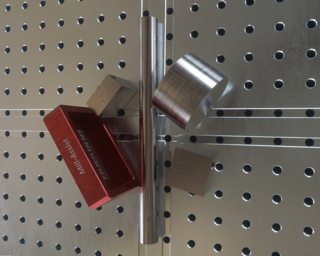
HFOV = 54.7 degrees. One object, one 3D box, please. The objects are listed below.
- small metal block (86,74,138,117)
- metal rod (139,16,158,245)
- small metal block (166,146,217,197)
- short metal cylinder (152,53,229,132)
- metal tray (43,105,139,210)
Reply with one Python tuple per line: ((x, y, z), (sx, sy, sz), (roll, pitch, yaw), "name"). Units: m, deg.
((-0.064, -0.042, 0.420), (0.025, 0.050, 0.050), (43, 103, 14), "small metal block")
((-0.015, 0.003, 0.416), (0.025, 0.025, 0.298), (0, 90, 19), "metal rod")
((0.041, 0.055, 0.398), (0.050, 0.025, 0.050), (16, 95, 19), "small metal block")
((0.036, -0.041, 0.370), (0.050, 0.080, 0.080), (39, 102, 15), "short metal cylinder")
((-0.086, 0.033, 0.406), (0.030, 0.090, 0.130), (-34, 79, 17), "metal tray")
